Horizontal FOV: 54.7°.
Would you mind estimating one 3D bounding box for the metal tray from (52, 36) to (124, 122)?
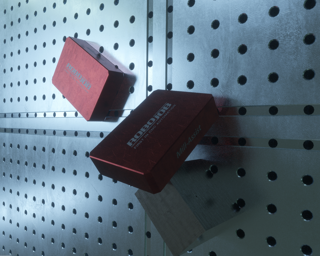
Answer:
[{"bbox_3d":[-0.123,-0.081,0.507,0.130,0.030,0.089,42,115,32],"label":"metal tray"}]

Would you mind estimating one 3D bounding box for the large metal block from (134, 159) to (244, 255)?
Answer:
[{"bbox_3d":[0.033,0.084,0.346,0.050,0.081,0.080,-52,60,27],"label":"large metal block"}]

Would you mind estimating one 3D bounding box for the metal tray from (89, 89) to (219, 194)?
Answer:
[{"bbox_3d":[-0.004,0.007,0.351,0.090,0.131,0.030,11,136,39],"label":"metal tray"}]
